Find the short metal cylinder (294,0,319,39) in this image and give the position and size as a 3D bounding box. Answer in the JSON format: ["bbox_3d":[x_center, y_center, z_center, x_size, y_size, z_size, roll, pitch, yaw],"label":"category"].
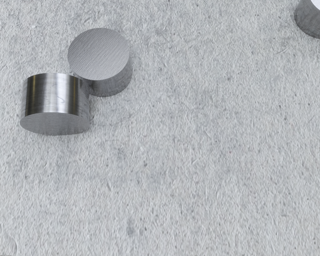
[{"bbox_3d":[0.251,-0.181,0.462,0.081,0.050,0.080,0,70,0],"label":"short metal cylinder"}]

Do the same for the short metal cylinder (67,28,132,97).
[{"bbox_3d":[-0.080,-0.089,0.427,0.081,0.050,0.080,0,70,0],"label":"short metal cylinder"}]

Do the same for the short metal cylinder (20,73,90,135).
[{"bbox_3d":[-0.130,-0.027,0.388,0.081,0.080,0.050,-4,70,-2],"label":"short metal cylinder"}]
